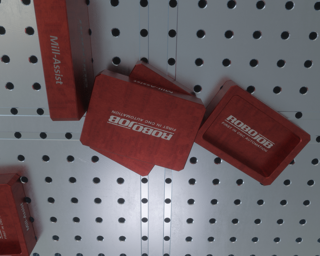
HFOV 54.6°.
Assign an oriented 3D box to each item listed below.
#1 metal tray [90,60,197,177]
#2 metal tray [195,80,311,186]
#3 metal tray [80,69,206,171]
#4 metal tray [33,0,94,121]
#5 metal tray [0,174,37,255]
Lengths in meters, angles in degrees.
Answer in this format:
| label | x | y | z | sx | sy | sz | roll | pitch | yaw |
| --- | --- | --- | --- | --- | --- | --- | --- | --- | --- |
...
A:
| label | x | y | z | sx | sy | sz | roll | pitch | yaw |
| --- | --- | --- | --- | --- | --- | --- | --- | --- | --- |
| metal tray | -0.023 | -0.010 | 0.407 | 0.090 | 0.030 | 0.129 | 31 | 107 | -11 |
| metal tray | 0.119 | 0.009 | 0.414 | 0.130 | 0.030 | 0.090 | 32 | 107 | -11 |
| metal tray | -0.021 | -0.008 | 0.375 | 0.131 | 0.030 | 0.089 | 16 | 109 | -6 |
| metal tray | -0.102 | -0.082 | 0.347 | 0.030 | 0.090 | 0.129 | -1 | 110 | 0 |
| metal tray | -0.244 | 0.134 | 0.458 | 0.090 | 0.030 | 0.129 | -4 | 110 | 1 |
